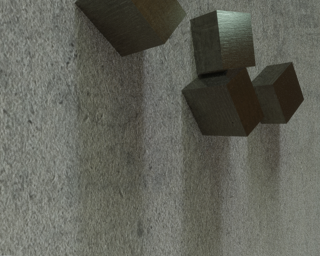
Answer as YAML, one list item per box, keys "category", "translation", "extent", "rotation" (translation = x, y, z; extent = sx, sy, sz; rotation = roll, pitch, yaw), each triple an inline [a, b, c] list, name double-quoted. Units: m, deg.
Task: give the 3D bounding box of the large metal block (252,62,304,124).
- category: "large metal block"
  translation: [0.213, -0.063, 0.566]
  extent: [0.080, 0.050, 0.080]
  rotation: [-43, 116, -31]

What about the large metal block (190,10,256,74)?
- category: "large metal block"
  translation: [0.096, -0.128, 0.469]
  extent: [0.081, 0.050, 0.079]
  rotation: [-13, 99, -39]

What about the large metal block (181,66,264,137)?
- category: "large metal block"
  translation: [0.090, -0.035, 0.444]
  extent: [0.050, 0.080, 0.080]
  rotation: [-42, 116, -32]

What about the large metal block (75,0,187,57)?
- category: "large metal block"
  translation: [-0.032, -0.132, 0.341]
  extent: [0.080, 0.080, 0.050]
  rotation: [47, 62, -30]
